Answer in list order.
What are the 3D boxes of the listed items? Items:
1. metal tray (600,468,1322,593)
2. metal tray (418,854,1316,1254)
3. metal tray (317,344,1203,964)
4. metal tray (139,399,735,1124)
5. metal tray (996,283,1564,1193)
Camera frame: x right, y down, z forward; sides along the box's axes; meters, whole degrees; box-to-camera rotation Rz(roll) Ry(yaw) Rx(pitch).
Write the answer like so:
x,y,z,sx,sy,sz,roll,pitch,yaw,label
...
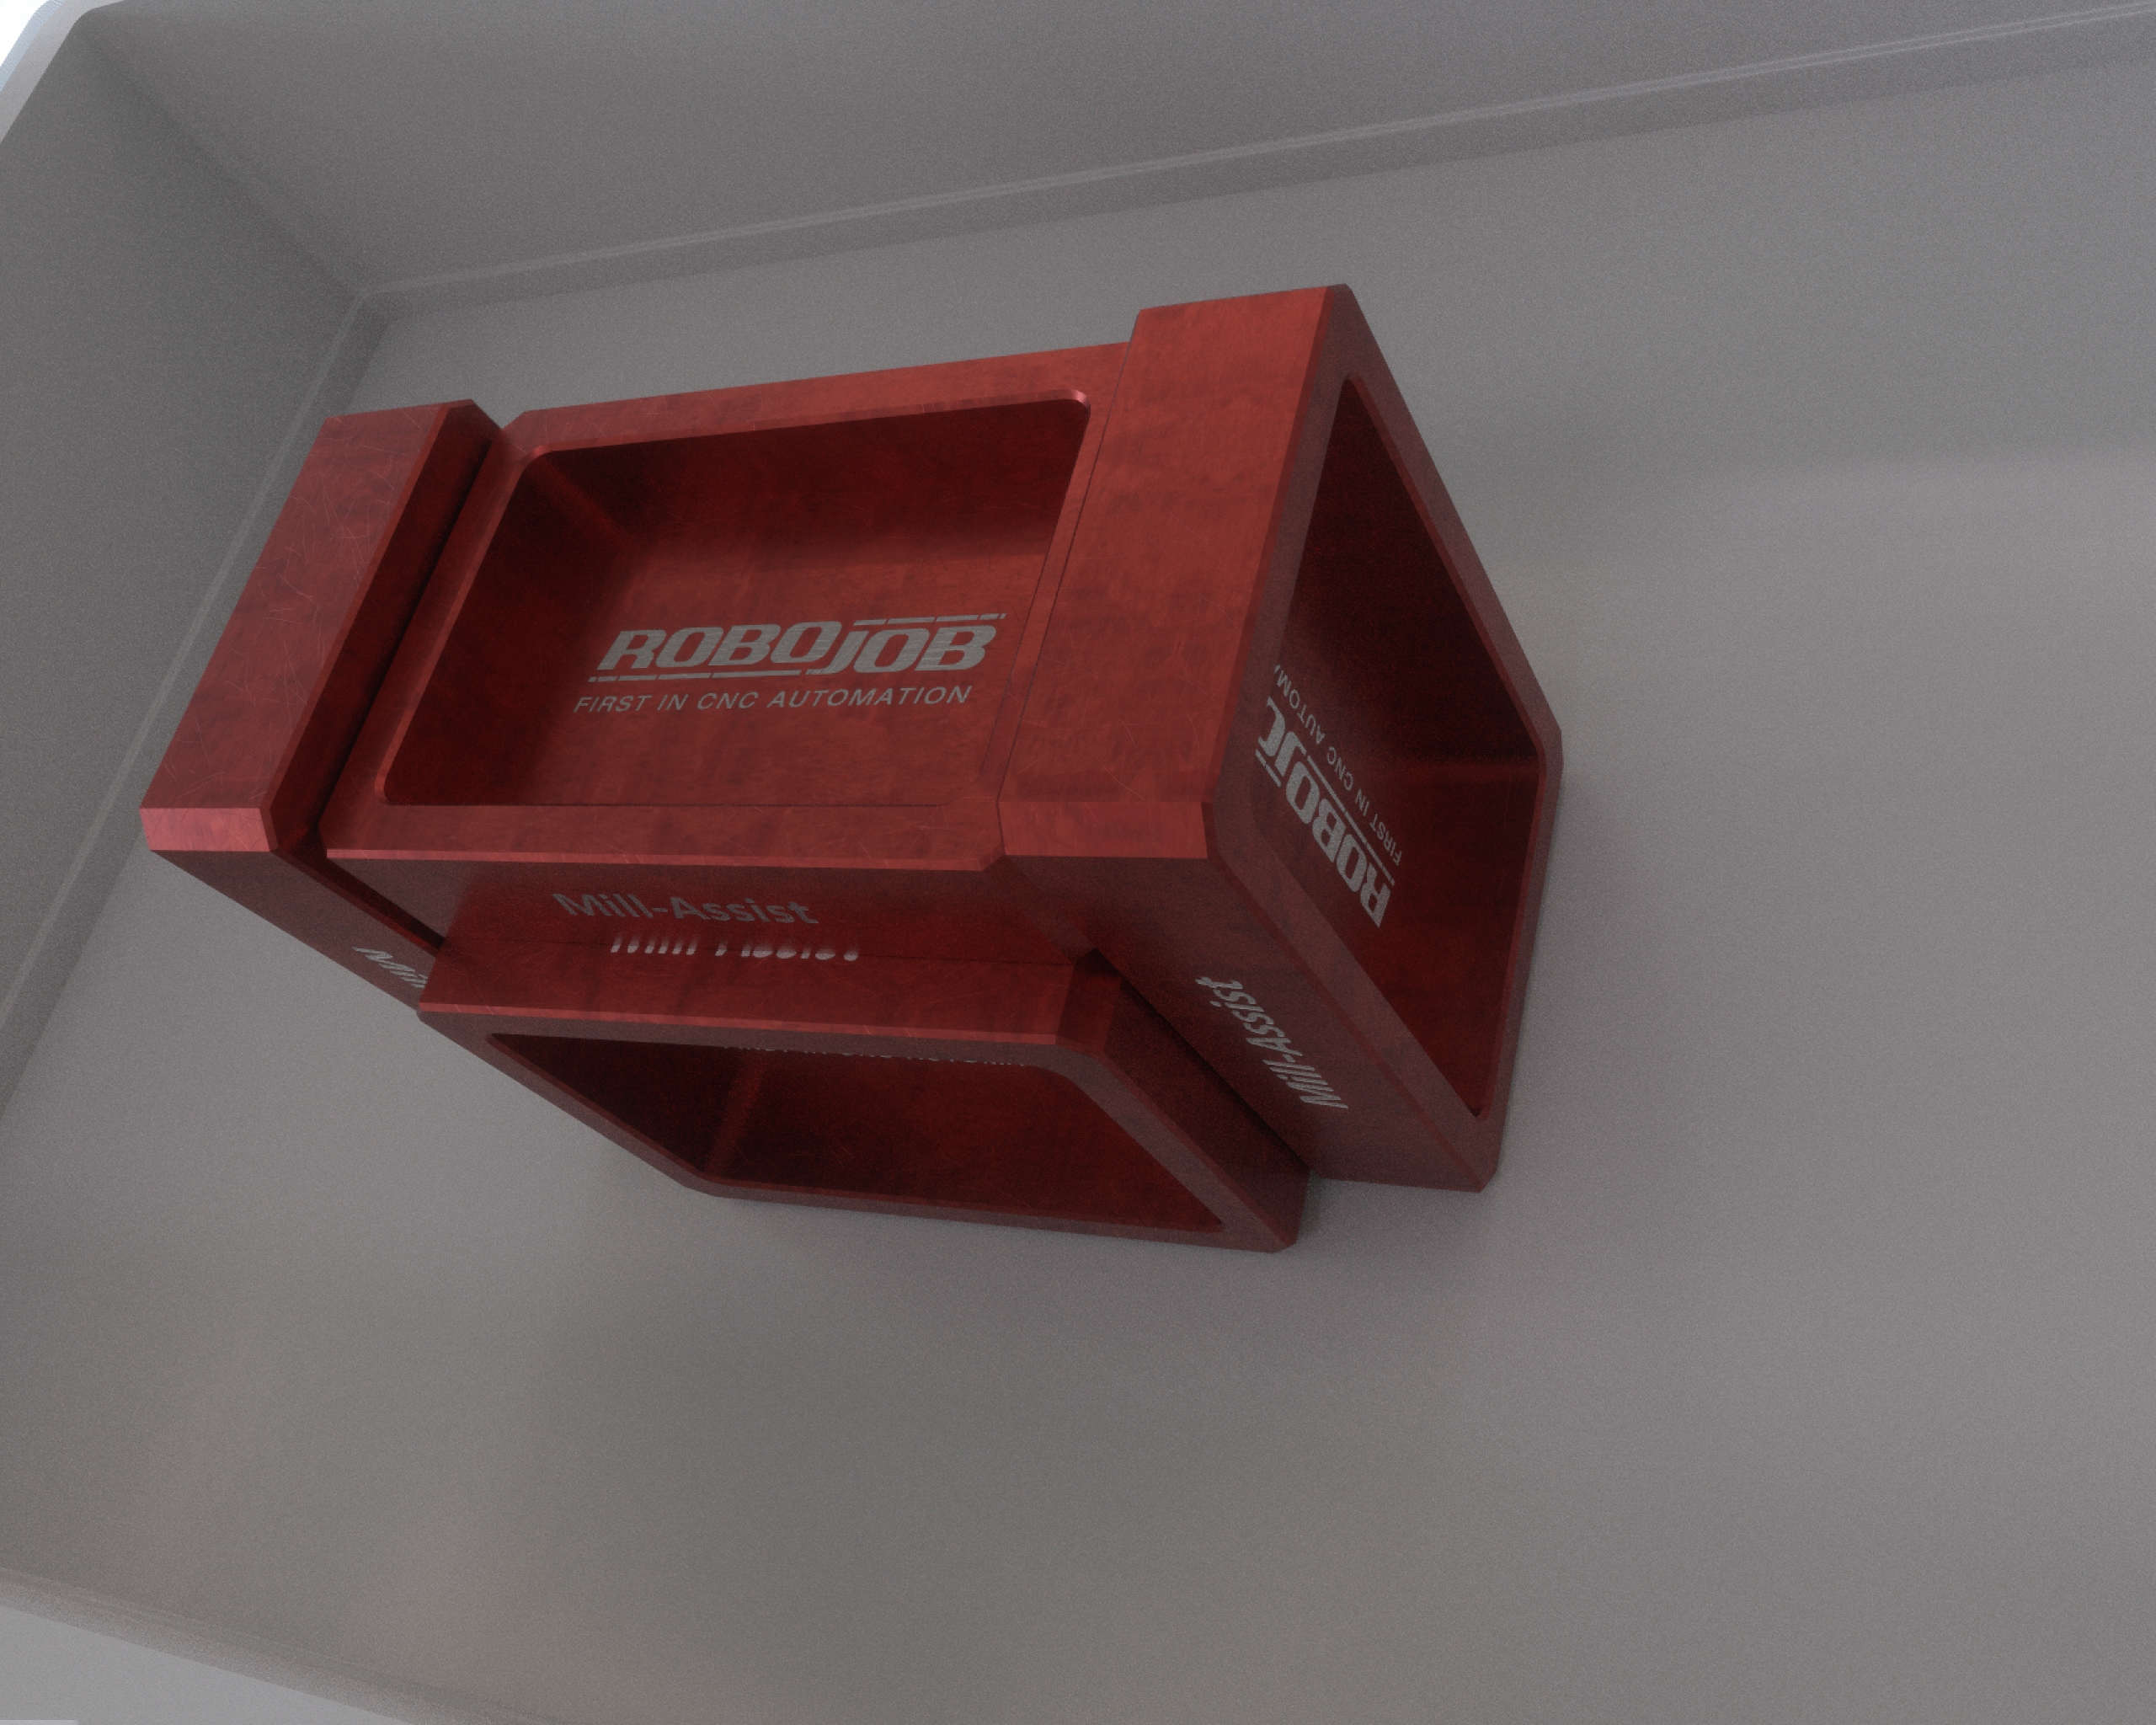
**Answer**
x,y,z,sx,sy,sz,roll,pitch,yaw,label
-0.013,-0.046,0.395,0.130,0.090,0.030,0,63,29,metal tray
-0.034,0.033,0.358,0.130,0.090,0.030,0,62,28,metal tray
-0.049,-0.033,0.330,0.130,0.030,0.090,1,62,28,metal tray
-0.103,-0.014,0.399,0.030,0.130,0.090,1,63,29,metal tray
0.039,-0.013,0.323,0.030,0.130,0.090,1,63,29,metal tray
